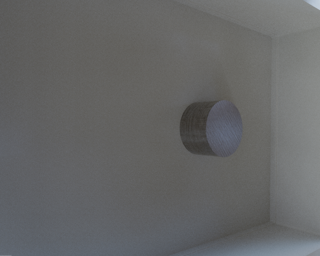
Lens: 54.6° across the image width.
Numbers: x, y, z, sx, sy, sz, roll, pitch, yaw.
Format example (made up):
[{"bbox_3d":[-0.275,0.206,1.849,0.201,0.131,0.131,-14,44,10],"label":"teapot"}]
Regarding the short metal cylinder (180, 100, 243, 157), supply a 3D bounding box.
[{"bbox_3d":[0.075,0.001,0.452,0.081,0.050,0.080,0,90,-40],"label":"short metal cylinder"}]
